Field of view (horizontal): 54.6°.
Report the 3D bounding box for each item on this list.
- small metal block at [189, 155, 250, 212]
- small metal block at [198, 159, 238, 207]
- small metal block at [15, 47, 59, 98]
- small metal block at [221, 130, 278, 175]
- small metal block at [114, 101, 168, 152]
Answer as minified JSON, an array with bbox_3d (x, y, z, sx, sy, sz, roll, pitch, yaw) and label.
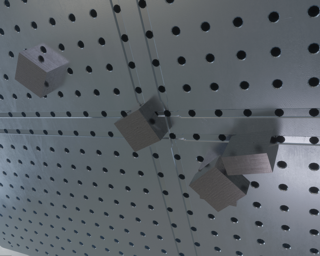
[{"bbox_3d":[0.073,0.069,0.383,0.050,0.025,0.050,42,129,-1],"label":"small metal block"},{"bbox_3d":[0.080,0.073,0.414,0.050,0.025,0.050,8,122,24],"label":"small metal block"},{"bbox_3d":[-0.183,-0.081,0.458,0.050,0.025,0.050,36,129,4],"label":"small metal block"},{"bbox_3d":[0.105,0.028,0.358,0.050,0.050,0.025,-9,114,32],"label":"small metal block"},{"bbox_3d":[-0.026,-0.001,0.425,0.050,0.025,0.050,-27,104,37],"label":"small metal block"}]
